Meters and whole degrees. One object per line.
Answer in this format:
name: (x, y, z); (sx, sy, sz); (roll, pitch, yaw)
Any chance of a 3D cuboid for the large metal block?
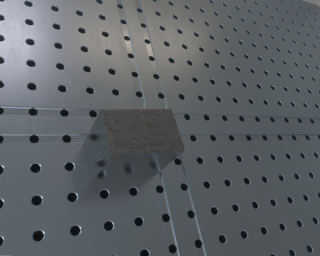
large metal block: (-0.032, 0.021, 0.342); (0.081, 0.080, 0.050); (-3, 63, -29)
